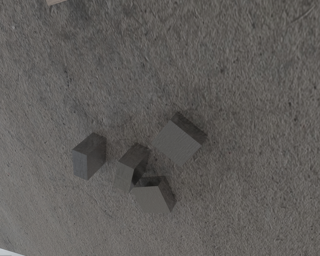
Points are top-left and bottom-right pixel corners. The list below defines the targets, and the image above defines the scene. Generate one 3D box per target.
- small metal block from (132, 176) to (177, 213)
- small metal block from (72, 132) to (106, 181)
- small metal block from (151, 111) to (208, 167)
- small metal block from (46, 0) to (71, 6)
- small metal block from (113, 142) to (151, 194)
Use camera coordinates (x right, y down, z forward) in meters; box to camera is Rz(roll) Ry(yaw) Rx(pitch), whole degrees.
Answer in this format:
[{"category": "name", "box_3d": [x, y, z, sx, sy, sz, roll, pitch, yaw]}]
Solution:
[{"category": "small metal block", "box_3d": [-0.009, 0.103, 0.475, 0.050, 0.025, 0.050, -11, 113, 32]}, {"category": "small metal block", "box_3d": [-0.107, 0.043, 0.474, 0.025, 0.050, 0.050, 20, 126, 17]}, {"category": "small metal block", "box_3d": [0.025, 0.015, 0.403, 0.050, 0.025, 0.050, 39, 129, 1]}, {"category": "small metal block", "box_3d": [-0.113, -0.175, 0.359, 0.050, 0.025, 0.050, -2, 118, 29]}, {"category": "small metal block", "box_3d": [-0.040, 0.057, 0.447, 0.025, 0.050, 0.050, 25, 127, 13]}]
